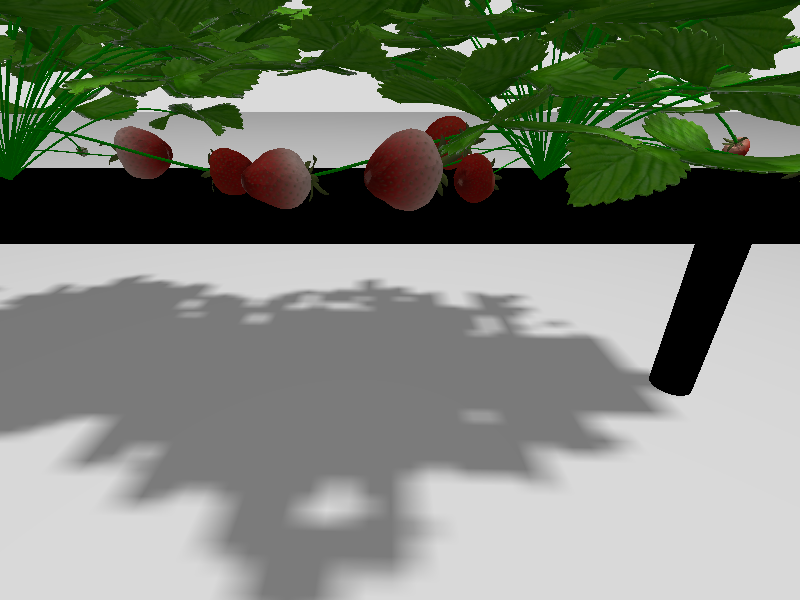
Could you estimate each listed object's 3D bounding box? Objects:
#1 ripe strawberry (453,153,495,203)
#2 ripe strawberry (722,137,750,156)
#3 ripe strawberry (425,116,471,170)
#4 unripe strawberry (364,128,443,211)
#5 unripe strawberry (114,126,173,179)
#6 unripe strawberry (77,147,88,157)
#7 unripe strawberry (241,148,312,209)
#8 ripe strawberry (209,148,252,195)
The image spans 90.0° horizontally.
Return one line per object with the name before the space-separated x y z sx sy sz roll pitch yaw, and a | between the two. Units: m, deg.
ripe strawberry | 0.046 -0.077 0.254 0.026 0.030 0.029 20 34 35
ripe strawberry | 0.359 -0.159 0.427 0.024 0.025 0.022 38 5 -34
ripe strawberry | 0.042 -0.154 0.394 0.050 0.050 0.047 22 34 38
unripe strawberry | 0.000 -0.076 0.238 0.049 0.048 0.045 -22 34 -35
unripe strawberry | -0.210 -0.121 0.329 0.039 0.041 0.036 1 27 0
unripe strawberry | -0.385 -0.180 0.487 0.010 0.011 0.011 -8 9 -16
unripe strawberry | -0.074 -0.072 0.239 0.039 0.034 0.039 -14 30 -25
ripe strawberry | -0.113 -0.087 0.273 0.030 0.031 0.028 8 28 15
